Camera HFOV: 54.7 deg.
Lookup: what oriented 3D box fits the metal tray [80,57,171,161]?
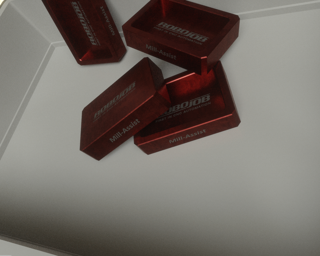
[{"bbox_3d":[-0.051,-0.026,0.415,0.130,0.030,0.090,-36,38,20],"label":"metal tray"}]

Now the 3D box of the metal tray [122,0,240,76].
[{"bbox_3d":[0.027,-0.129,0.413,0.130,0.030,0.090,27,63,25],"label":"metal tray"}]

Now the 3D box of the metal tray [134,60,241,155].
[{"bbox_3d":[0.028,-0.027,0.402,0.130,0.030,0.090,-19,54,16],"label":"metal tray"}]

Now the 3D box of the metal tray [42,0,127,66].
[{"bbox_3d":[-0.120,-0.166,0.499,0.090,0.130,0.030,1,45,28],"label":"metal tray"}]
